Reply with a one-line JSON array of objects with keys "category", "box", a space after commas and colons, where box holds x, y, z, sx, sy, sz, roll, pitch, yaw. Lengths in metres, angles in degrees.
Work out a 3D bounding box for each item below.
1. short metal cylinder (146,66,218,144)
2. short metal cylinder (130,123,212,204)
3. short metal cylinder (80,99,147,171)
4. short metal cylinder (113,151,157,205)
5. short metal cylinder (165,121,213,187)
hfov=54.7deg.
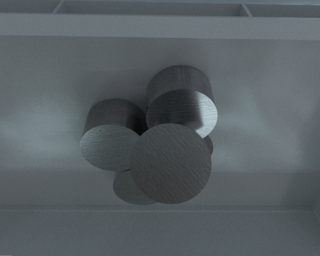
[{"category": "short metal cylinder", "box": [0.024, -0.026, 0.368, 0.081, 0.050, 0.079, 0, 130, 0]}, {"category": "short metal cylinder", "box": [0.013, 0.035, 0.328, 0.080, 0.050, 0.079, 0, 90, 6]}, {"category": "short metal cylinder", "box": [-0.057, 0.010, 0.398, 0.081, 0.050, 0.079, 0, 130, 0]}, {"category": "short metal cylinder", "box": [-0.025, 0.067, 0.446, 0.081, 0.050, 0.079, 0, 130, 0]}, {"category": "short metal cylinder", "box": [0.022, 0.033, 0.400, 0.081, 0.080, 0.050, 10, 129, -9]}]
